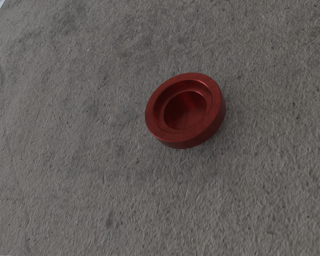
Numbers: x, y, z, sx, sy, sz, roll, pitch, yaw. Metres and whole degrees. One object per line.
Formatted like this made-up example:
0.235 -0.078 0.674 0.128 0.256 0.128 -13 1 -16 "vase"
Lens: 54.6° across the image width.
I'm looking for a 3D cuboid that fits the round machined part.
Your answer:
0.034 -0.017 0.387 0.098 0.042 0.098 -13 56 21 "round machined part"
